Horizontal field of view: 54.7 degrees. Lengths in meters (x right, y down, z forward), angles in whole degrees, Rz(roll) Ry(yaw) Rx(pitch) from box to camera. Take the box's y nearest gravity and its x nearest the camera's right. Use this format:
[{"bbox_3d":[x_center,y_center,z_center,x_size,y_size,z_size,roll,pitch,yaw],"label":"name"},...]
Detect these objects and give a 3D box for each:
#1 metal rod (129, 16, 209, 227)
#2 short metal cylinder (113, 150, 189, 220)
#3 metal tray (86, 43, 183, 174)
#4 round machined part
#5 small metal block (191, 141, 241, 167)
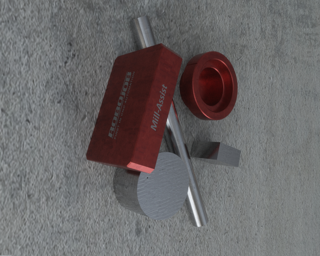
[{"bbox_3d":[0.017,0.001,0.423,0.025,0.025,0.298,-28,108,-37],"label":"metal rod"},{"bbox_3d":[-0.010,0.068,0.383,0.081,0.050,0.079,0,90,-40],"label":"short metal cylinder"},{"bbox_3d":[-0.030,-0.021,0.340,0.030,0.090,0.130,24,75,-38],"label":"metal tray"},{"bbox_3d":[0.067,-0.060,0.453,0.099,0.042,0.097,0,90,-40],"label":"round machined part"},{"bbox_3d":[0.083,0.038,0.458,0.050,0.050,0.025,21,77,-38],"label":"small metal block"}]
